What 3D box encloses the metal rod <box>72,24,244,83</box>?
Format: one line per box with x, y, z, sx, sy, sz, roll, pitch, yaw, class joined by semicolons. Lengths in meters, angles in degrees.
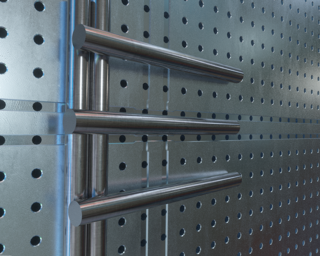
0.025;-0.089;0.413;0.302;0.025;0.025;1;90;-46;metal rod

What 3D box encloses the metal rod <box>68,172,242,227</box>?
0.022;0.085;0.411;0.302;0.025;0.025;1;90;-46;metal rod

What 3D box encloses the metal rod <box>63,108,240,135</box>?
0.018;-0.004;0.406;0.302;0.025;0.025;2;89;-46;metal rod

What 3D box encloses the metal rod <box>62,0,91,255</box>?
-0.090;0.009;0.334;0.025;0.025;0.298;1;89;-40;metal rod

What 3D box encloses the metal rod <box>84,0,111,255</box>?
-0.071;0.001;0.351;0.025;0.025;0.298;1;89;-40;metal rod
